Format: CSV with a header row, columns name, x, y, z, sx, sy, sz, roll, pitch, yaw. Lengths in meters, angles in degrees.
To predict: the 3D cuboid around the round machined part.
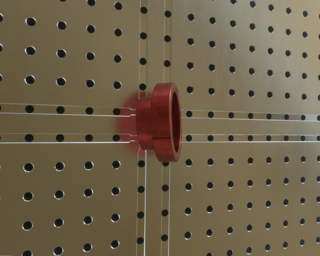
name,x,y,z,sx,sy,sz,roll,pitch,yaw
round machined part,-0.001,-0.006,0.384,0.042,0.098,0.097,-2,91,11
